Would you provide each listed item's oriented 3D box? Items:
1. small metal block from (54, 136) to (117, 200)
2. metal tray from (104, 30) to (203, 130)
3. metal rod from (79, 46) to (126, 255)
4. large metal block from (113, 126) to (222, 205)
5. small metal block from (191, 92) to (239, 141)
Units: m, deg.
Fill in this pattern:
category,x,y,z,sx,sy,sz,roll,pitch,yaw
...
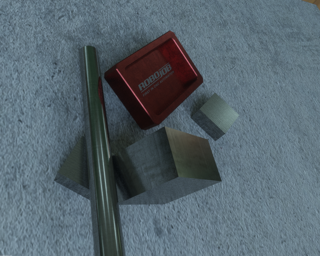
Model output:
category,x,y,z,sx,sy,sz,roll,pitch,yaw
small metal block,-0.077,0.045,0.336,0.050,0.025,0.050,32,52,-8
metal tray,-0.002,-0.068,0.424,0.090,0.030,0.131,55,49,-11
metal rod,-0.065,0.016,0.325,0.025,0.025,0.299,6,48,-26
large metal block,0.005,0.045,0.328,0.080,0.080,0.050,17,51,-50
small metal block,0.082,-0.017,0.461,0.050,0.025,0.050,44,51,2
